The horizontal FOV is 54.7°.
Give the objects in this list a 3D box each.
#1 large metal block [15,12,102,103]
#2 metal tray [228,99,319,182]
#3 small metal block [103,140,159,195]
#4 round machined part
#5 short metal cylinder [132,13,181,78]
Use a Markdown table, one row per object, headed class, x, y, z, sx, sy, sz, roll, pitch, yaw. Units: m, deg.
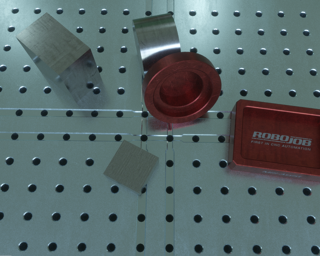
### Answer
| class | x | y | z | sx | sy | sz | roll | pitch | yaw |
| --- | --- | --- | --- | --- | --- | --- | --- | --- | --- |
| large metal block | -0.131 | -0.091 | 0.415 | 0.080 | 0.080 | 0.050 | 40 | 75 | 13 |
| metal tray | 0.159 | 0.016 | 0.403 | 0.131 | 0.030 | 0.090 | 8 | 70 | 2 |
| small metal block | -0.035 | 0.050 | 0.393 | 0.050 | 0.025 | 0.050 | 27 | 72 | 9 |
| round machined part | 0.025 | -0.055 | 0.399 | 0.099 | 0.097 | 0.042 | -12 | 45 | -4 |
| short metal cylinder | -0.005 | -0.111 | 0.423 | 0.050 | 0.080 | 0.080 | -12 | 71 | -4 |
